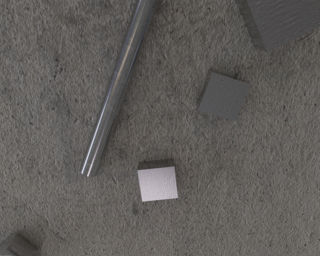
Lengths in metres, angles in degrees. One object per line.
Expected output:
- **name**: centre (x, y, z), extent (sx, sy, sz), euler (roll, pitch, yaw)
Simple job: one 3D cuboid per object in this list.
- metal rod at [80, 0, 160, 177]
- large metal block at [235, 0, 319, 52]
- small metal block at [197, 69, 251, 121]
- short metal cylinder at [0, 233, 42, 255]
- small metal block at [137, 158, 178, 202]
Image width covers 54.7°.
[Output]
- **metal rod**: centre (-0.045, -0.070, 0.383), extent (0.025, 0.025, 0.298), euler (20, 109, -7)
- **large metal block**: centre (0.135, -0.142, 0.345), extent (0.080, 0.050, 0.080), euler (-26, 108, 9)
- **small metal block**: centre (0.080, -0.042, 0.395), extent (0.050, 0.025, 0.050), euler (16, 109, -6)
- **short metal cylinder**: centre (-0.223, 0.203, 0.453), extent (0.080, 0.080, 0.050), euler (-40, 105, 13)
- **small metal block**: centre (-0.003, 0.073, 0.437), extent (0.050, 0.025, 0.050), euler (-6, 110, 2)
